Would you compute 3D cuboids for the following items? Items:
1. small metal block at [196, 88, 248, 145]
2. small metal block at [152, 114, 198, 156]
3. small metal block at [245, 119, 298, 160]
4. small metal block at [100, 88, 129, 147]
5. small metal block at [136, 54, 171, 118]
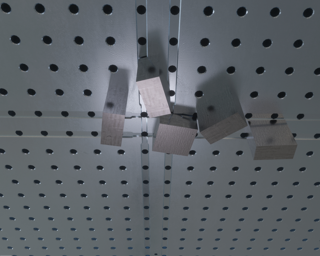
[{"bbox_3d":[0.075,-0.015,0.383,0.050,0.050,0.025,-30,124,23],"label":"small metal block"},{"bbox_3d":[0.019,0.009,0.419,0.050,0.025,0.050,9,130,-8],"label":"small metal block"},{"bbox_3d":[0.145,0.015,0.409,0.050,0.050,0.025,-2,130,1],"label":"small metal block"},{"bbox_3d":[-0.056,-0.013,0.383,0.025,0.050,0.050,8,130,-6],"label":"small metal block"},{"bbox_3d":[-0.006,-0.048,0.354,0.025,0.050,0.050,-12,129,10],"label":"small metal block"}]
